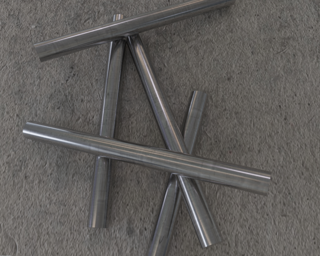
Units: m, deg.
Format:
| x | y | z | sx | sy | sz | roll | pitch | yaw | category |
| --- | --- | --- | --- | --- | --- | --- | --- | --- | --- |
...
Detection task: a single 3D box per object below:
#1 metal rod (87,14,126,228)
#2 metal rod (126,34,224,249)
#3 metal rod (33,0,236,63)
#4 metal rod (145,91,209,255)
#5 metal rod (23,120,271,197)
| x | y | z | sx | sy | sz | roll | pitch | yaw | category |
| --- | --- | --- | --- | --- | --- | --- | --- | --- | --- |
| -0.067 | -0.023 | 0.415 | 0.025 | 0.025 | 0.299 | 2 | 70 | 1 | metal rod |
| 0.009 | -0.004 | 0.388 | 0.025 | 0.025 | 0.299 | -17 | 63 | -6 | metal rod |
| -0.024 | -0.150 | 0.441 | 0.302 | 0.025 | 0.025 | -22 | 72 | -17 | metal rod |
| 0.013 | 0.090 | 0.374 | 0.025 | 0.025 | 0.299 | 15 | 71 | 5 | metal rod |
| -0.031 | 0.029 | 0.356 | 0.301 | 0.025 | 0.025 | 11 | 70 | 20 | metal rod |
